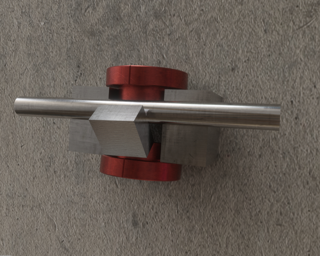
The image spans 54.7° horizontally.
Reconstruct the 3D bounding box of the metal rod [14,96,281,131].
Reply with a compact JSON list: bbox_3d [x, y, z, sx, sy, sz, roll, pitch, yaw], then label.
[{"bbox_3d":[-0.031,-0.018,0.336,0.301,0.025,0.025,4,91,20],"label":"metal rod"}]

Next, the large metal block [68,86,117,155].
[{"bbox_3d":[-0.072,-0.010,0.406,0.050,0.080,0.079,5,92,20],"label":"large metal block"}]

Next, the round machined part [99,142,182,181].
[{"bbox_3d":[-0.022,0.036,0.379,0.098,0.098,0.042,5,87,20],"label":"round machined part"}]

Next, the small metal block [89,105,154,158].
[{"bbox_3d":[-0.039,0.003,0.324,0.050,0.025,0.050,2,131,21],"label":"small metal block"}]

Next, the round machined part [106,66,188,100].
[{"bbox_3d":[-0.016,-0.047,0.377,0.098,0.098,0.042,4,92,20],"label":"round machined part"}]

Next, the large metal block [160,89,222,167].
[{"bbox_3d":[0.040,-0.001,0.367,0.050,0.080,0.079,4,92,20],"label":"large metal block"}]
